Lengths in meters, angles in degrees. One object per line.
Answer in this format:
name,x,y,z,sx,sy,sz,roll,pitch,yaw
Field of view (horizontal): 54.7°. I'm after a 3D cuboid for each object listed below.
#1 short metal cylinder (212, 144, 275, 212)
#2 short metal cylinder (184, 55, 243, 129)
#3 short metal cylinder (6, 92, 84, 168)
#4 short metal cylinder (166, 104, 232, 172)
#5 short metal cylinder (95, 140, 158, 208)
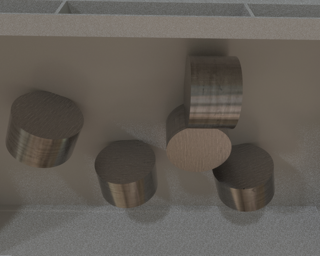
short metal cylinder,0.117,0.068,0.432,0.080,0.080,0.050,-11,129,9
short metal cylinder,0.055,-0.039,0.340,0.050,0.080,0.079,1,130,-1
short metal cylinder,-0.138,0.001,0.373,0.080,0.080,0.050,19,128,-15
short metal cylinder,0.048,0.012,0.403,0.081,0.050,0.079,0,130,0
short metal cylinder,-0.045,0.062,0.425,0.080,0.080,0.050,-2,130,2
